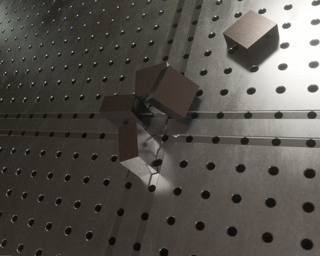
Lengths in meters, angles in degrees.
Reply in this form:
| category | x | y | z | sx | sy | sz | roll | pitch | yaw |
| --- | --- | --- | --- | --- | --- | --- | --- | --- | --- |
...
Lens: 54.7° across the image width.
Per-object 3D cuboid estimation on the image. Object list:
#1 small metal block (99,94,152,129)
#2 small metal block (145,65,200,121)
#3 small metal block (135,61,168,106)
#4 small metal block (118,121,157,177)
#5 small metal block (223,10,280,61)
| category | x | y | z | sx | sy | sz | roll | pitch | yaw |
| --- | --- | --- | --- | --- | --- | --- | --- | --- | --- |
| small metal block | -0.046 | -0.021 | 0.428 | 0.050 | 0.050 | 0.025 | -1 | 62 | 27 |
| small metal block | 0.017 | -0.045 | 0.407 | 0.050 | 0.050 | 0.025 | -64 | 19 | -18 |
| small metal block | -0.008 | -0.063 | 0.450 | 0.050 | 0.025 | 0.050 | -13 | 56 | 20 |
| small metal block | -0.028 | 0.027 | 0.389 | 0.025 | 0.050 | 0.050 | -19 | 55 | 17 |
| small metal block | 0.123 | -0.126 | 0.421 | 0.050 | 0.025 | 0.050 | -40 | 51 | 0 |
